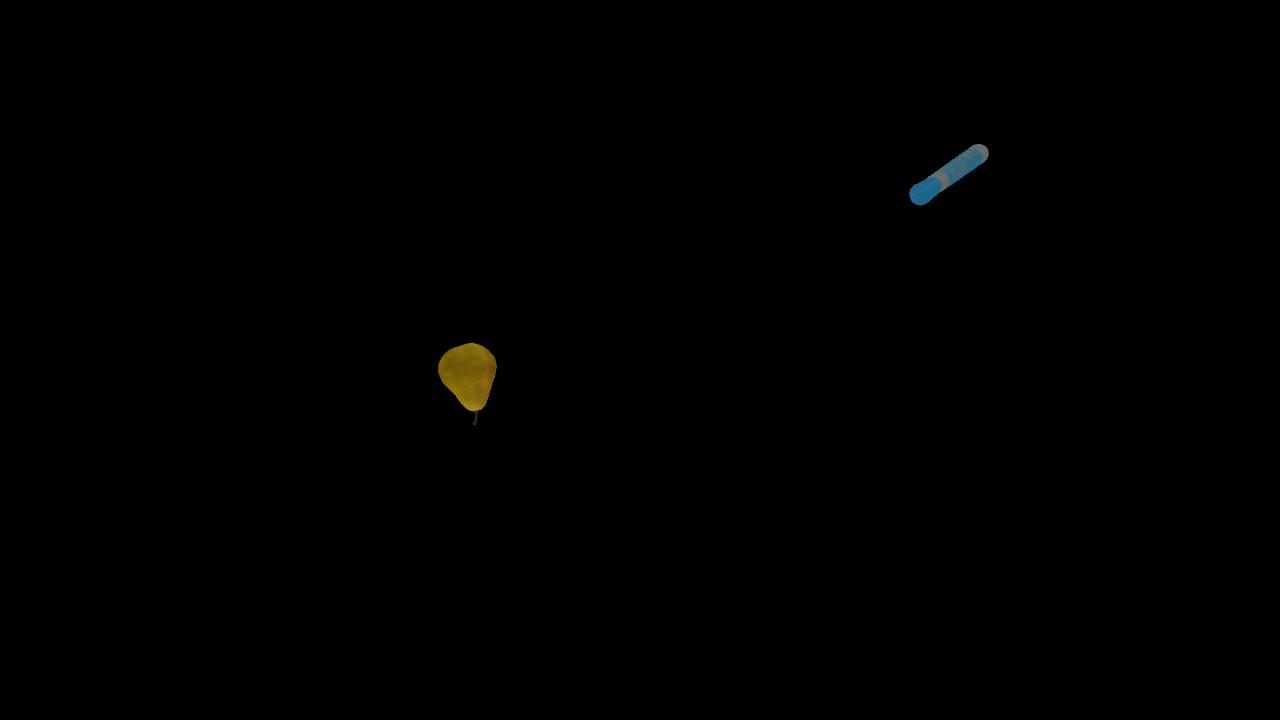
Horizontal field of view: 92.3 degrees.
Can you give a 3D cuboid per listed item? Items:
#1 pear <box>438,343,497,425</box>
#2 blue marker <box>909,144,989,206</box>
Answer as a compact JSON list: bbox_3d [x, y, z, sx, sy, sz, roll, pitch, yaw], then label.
[{"bbox_3d":[-0.235,0.033,0.871,0.080,0.111,0.080,-24,-6,-3],"label":"pear"},{"bbox_3d":[0.273,-0.164,0.543,0.121,0.020,0.020,-34,19,-31],"label":"blue marker"}]
